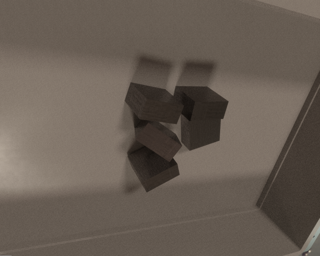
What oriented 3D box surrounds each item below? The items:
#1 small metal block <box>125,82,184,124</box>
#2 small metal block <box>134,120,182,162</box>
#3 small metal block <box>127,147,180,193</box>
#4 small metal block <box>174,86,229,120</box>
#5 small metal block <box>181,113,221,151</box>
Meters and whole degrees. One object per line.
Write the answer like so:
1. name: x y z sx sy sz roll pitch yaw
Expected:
1. small metal block: -0.008 -0.030 0.371 0.050 0.050 0.025 7 115 -32
2. small metal block: -0.004 0.011 0.388 0.050 0.050 0.025 35 99 -14
3. small metal block: -0.009 0.051 0.418 0.050 0.050 0.025 -26 137 -13
4. small metal block: 0.051 -0.033 0.402 0.050 0.050 0.025 -3 120 -27
5. small metal block: 0.058 -0.001 0.442 0.050 0.025 0.050 -17 125 -19
